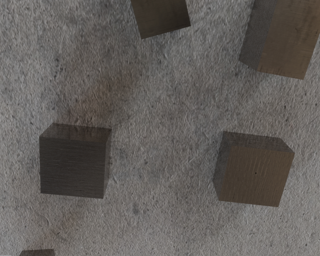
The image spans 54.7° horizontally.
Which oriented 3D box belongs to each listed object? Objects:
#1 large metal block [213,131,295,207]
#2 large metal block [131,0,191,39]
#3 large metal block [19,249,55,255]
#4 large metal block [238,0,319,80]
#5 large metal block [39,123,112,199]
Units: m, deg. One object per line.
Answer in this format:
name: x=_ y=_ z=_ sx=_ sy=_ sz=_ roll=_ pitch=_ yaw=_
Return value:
large metal block: x=0.122 y=0.054 z=0.417 sx=0.081 sy=0.050 sz=0.079 roll=7 pitch=110 yaw=-3
large metal block: x=-0.004 y=-0.143 z=0.327 sx=0.050 sy=0.080 sz=0.080 roll=-14 pitch=110 yaw=5
large metal block: x=-0.192 y=0.245 z=0.469 sx=0.050 sy=0.080 sz=0.079 roll=-4 pitch=110 yaw=1
large metal block: x=0.131 y=-0.104 z=0.343 sx=0.050 sy=0.080 sz=0.079 roll=10 pitch=110 yaw=-4
large metal block: x=-0.110 y=0.043 z=0.411 sx=0.081 sy=0.050 sz=0.079 roll=6 pitch=110 yaw=-2
